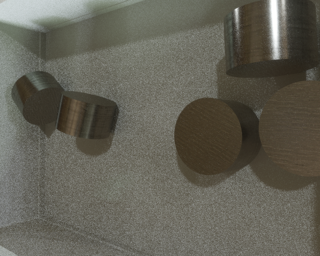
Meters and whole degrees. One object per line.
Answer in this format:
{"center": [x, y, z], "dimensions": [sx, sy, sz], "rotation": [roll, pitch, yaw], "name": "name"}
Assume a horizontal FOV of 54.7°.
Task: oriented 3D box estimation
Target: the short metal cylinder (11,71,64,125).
{"center": [-0.207, -0.052, 0.538], "dimensions": [0.050, 0.081, 0.080], "rotation": [47, 118, 29], "name": "short metal cylinder"}

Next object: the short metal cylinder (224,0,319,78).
{"center": [0.101, -0.079, 0.287], "dimensions": [0.080, 0.081, 0.050], "rotation": [-3, 88, 39], "name": "short metal cylinder"}

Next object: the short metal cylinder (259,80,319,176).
{"center": [0.137, 0.000, 0.277], "dimensions": [0.080, 0.050, 0.079], "rotation": [0, 90, 39], "name": "short metal cylinder"}

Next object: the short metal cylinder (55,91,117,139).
{"center": [-0.109, -0.020, 0.459], "dimensions": [0.080, 0.081, 0.050], "rotation": [24, 105, 37], "name": "short metal cylinder"}

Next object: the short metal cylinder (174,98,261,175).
{"center": [0.063, 0.008, 0.337], "dimensions": [0.080, 0.050, 0.079], "rotation": [0, 90, 39], "name": "short metal cylinder"}
